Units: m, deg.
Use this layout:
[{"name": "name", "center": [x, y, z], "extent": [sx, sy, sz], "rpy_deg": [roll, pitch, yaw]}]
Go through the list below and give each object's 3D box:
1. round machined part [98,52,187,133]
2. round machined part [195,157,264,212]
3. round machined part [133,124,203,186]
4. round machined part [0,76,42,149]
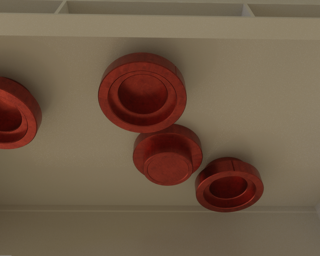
[{"name": "round machined part", "center": [-0.019, -0.044, 0.360], "extent": [0.099, 0.042, 0.097], "rpy_deg": [0, 130, 0]}, {"name": "round machined part", "center": [0.102, 0.082, 0.468], "extent": [0.099, 0.042, 0.097], "rpy_deg": [0, 130, 0]}, {"name": "round machined part", "center": [0.011, 0.044, 0.435], "extent": [0.099, 0.042, 0.097], "rpy_deg": [0, 130, 0]}, {"name": "round machined part", "center": [-0.194, -0.023, 0.376], "extent": [0.099, 0.042, 0.097], "rpy_deg": [0, 130, 0]}]
